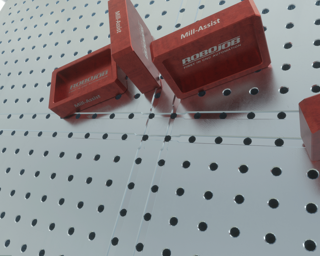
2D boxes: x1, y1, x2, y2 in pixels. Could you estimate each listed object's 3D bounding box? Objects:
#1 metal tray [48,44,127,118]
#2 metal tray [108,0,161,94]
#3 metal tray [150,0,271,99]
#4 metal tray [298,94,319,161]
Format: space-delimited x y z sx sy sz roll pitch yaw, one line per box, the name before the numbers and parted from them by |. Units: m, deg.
metal tray | -0.121 -0.079 0.518 0.130 0.030 0.090 -20 54 16
metal tray | -0.039 -0.127 0.465 0.030 0.090 0.130 -21 54 16
metal tray | 0.064 -0.092 0.389 0.130 0.090 0.030 -20 54 16
metal tray | 0.195 -0.015 0.271 0.130 0.090 0.030 -20 61 17
